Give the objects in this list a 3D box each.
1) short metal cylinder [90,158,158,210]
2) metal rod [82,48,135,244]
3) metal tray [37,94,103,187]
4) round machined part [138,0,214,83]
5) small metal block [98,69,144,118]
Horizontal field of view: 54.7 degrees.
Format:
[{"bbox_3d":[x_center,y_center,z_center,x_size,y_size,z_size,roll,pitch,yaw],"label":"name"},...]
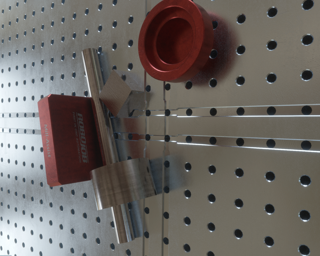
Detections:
[{"bbox_3d":[-0.048,0.074,0.411,0.080,0.081,0.050,-24,75,37],"label":"short metal cylinder"},{"bbox_3d":[-0.081,0.020,0.473,0.025,0.025,0.299,-21,77,38],"label":"metal rod"},{"bbox_3d":[-0.129,0.017,0.470,0.030,0.091,0.129,-16,80,39],"label":"metal tray"},{"bbox_3d":[0.023,-0.104,0.378,0.098,0.042,0.097,0,90,39],"label":"round machined part"},{"bbox_3d":[-0.058,-0.050,0.455,0.050,0.025,0.050,49,119,28],"label":"small metal block"}]
